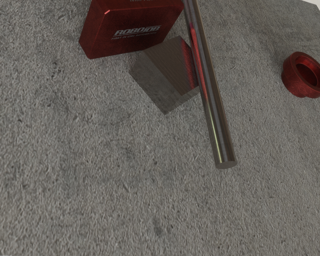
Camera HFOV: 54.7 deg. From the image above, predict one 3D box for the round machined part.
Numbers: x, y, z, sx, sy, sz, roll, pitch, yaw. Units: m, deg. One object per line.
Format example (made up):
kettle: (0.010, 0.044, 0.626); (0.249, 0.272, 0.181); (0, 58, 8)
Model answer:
round machined part: (0.279, -0.098, 0.607); (0.099, 0.042, 0.098); (14, 56, -21)

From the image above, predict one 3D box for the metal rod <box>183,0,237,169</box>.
metal rod: (0.060, -0.088, 0.427); (0.025, 0.025, 0.299); (7, 58, -25)

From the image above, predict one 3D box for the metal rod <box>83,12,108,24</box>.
metal rod: (-0.025, -0.235, 0.535); (0.025, 0.025, 0.301); (40, 51, -1)

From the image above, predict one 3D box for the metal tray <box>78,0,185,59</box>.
metal tray: (-0.039, -0.144, 0.430); (0.131, 0.090, 0.030); (-21, 73, -36)

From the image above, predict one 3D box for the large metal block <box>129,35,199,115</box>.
large metal block: (0.018, -0.077, 0.446); (0.081, 0.050, 0.080); (-34, 81, -38)
